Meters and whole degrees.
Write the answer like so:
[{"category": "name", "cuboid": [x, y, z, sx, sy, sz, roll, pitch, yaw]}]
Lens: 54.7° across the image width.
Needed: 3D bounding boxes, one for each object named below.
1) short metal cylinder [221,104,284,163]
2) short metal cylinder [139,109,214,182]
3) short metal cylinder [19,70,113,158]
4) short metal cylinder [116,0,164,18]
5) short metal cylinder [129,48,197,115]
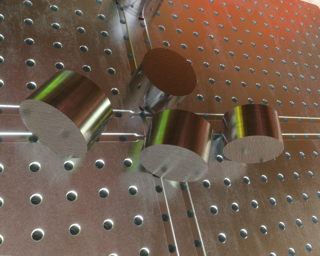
[{"category": "short metal cylinder", "cuboid": [0.128, 0.010, 0.435, 0.081, 0.080, 0.050, 16, 55, -19]}, {"category": "short metal cylinder", "cuboid": [0.021, 0.023, 0.370, 0.080, 0.080, 0.050, 25, 53, -13]}, {"category": "short metal cylinder", "cuboid": [-0.098, -0.014, 0.328, 0.080, 0.080, 0.050, 36, 51, -5]}, {"category": "short metal cylinder", "cuboid": [-0.030, -0.231, 0.517, 0.081, 0.050, 0.080, 14, 56, -21]}, {"category": "short metal cylinder", "cuboid": [0.004, -0.064, 0.433, 0.081, 0.050, 0.080, 14, 56, -21]}]
